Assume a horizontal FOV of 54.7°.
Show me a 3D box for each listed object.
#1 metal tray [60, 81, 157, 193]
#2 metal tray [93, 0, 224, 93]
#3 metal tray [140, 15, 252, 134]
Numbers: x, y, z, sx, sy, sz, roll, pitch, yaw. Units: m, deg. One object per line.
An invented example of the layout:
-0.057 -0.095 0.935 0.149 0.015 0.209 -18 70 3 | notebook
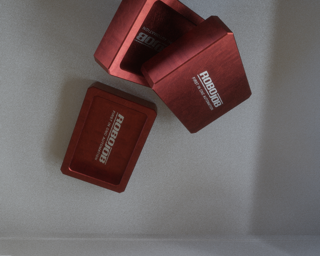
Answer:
-0.068 0.015 0.413 0.090 0.030 0.129 21 109 -8 | metal tray
0.005 -0.088 0.333 0.131 0.030 0.090 10 118 -51 | metal tray
0.047 -0.050 0.345 0.090 0.030 0.130 -34 148 8 | metal tray
